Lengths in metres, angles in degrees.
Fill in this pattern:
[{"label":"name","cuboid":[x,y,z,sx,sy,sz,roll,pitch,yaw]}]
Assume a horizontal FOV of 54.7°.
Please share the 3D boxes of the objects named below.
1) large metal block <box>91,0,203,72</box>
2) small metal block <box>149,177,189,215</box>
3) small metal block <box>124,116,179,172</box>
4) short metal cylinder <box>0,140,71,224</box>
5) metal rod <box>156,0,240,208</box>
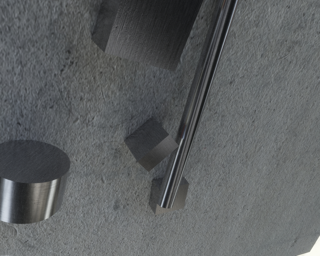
[{"label":"large metal block","cuboid":[-0.014,-0.111,0.315,0.081,0.050,0.079,9,114,-33]},{"label":"small metal block","cuboid":[0.013,0.102,0.479,0.050,0.025,0.050,-6,121,-26]},{"label":"small metal block","cuboid":[-0.012,0.020,0.398,0.050,0.050,0.025,-41,130,-1]},{"label":"short metal cylinder","cuboid":[-0.141,0.054,0.328,0.081,0.080,0.050,4,117,-31]},{"label":"metal rod","cuboid":[0.045,-0.028,0.399,0.025,0.025,0.298,5,111,-31]}]
